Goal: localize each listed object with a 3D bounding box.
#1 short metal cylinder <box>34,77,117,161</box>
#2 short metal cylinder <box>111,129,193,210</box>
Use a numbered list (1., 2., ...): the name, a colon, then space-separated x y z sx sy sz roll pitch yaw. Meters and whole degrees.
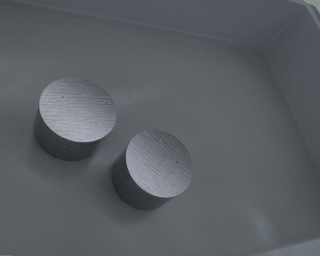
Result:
1. short metal cylinder: -0.095 -0.009 0.345 0.081 0.050 0.080 14 56 -21
2. short metal cylinder: -0.009 0.048 0.356 0.081 0.050 0.080 14 56 -21
